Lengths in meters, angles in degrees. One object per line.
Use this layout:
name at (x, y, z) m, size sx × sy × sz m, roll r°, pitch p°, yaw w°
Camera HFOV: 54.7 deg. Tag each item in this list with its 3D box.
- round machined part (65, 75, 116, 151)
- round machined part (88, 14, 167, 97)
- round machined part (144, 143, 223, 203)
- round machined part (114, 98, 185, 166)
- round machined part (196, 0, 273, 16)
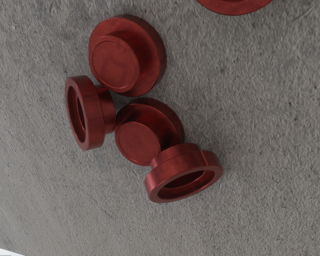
round machined part at (-0.091, -0.022, 0.411) m, size 0.098 × 0.042 × 0.097 m, roll 35°, pitch 132°, yaw 52°
round machined part at (-0.045, -0.081, 0.370) m, size 0.098 × 0.042 × 0.097 m, roll 13°, pitch 124°, yaw 21°
round machined part at (0.026, 0.054, 0.392) m, size 0.097 × 0.099 × 0.042 m, roll -50°, pitch 50°, yaw 39°
round machined part at (-0.020, 0.012, 0.414) m, size 0.098 × 0.042 × 0.097 m, roll 13°, pitch 124°, yaw 21°
round machined part at (0.069, -0.151, 0.266) m, size 0.098 × 0.042 × 0.097 m, roll 13°, pitch 124°, yaw 21°
